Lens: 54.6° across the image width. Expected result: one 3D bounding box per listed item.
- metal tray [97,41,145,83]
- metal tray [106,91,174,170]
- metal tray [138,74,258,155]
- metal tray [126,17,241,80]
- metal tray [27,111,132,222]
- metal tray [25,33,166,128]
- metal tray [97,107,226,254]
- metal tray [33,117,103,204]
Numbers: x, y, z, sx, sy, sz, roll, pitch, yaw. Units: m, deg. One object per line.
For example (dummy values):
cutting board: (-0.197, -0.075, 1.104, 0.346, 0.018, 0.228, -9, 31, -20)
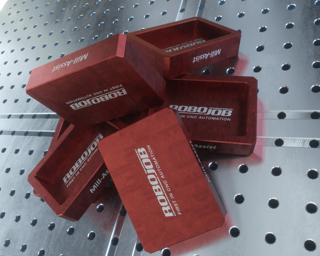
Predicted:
metal tray: (-0.064, -0.084, 0.469, 0.090, 0.030, 0.130, -38, 35, 2)
metal tray: (-0.022, -0.007, 0.422, 0.090, 0.030, 0.130, -3, 58, 24)
metal tray: (0.046, -0.020, 0.370, 0.130, 0.030, 0.090, 4, 63, 11)
metal tray: (0.032, -0.112, 0.415, 0.131, 0.030, 0.090, -24, 44, -29)
metal tray: (-0.098, 0.039, 0.394, 0.090, 0.030, 0.130, 30, 78, 38)
metal tray: (-0.070, -0.046, 0.349, 0.130, 0.090, 0.030, -14, 56, 26)
metal tray: (0.001, 0.054, 0.329, 0.090, 0.030, 0.130, -26, 86, 12)
metal tray: (-0.118, 0.039, 0.445, 0.090, 0.030, 0.130, -4, 59, 25)
